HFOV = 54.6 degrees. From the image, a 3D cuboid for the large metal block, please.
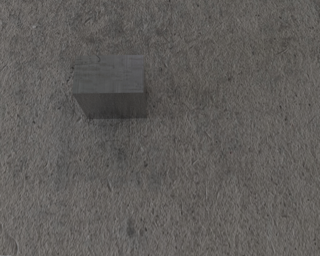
[{"bbox_3d":[-0.059,-0.050,0.397,0.080,0.080,0.050,-1,70,0],"label":"large metal block"}]
